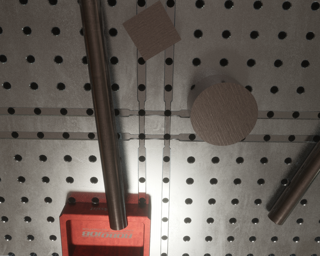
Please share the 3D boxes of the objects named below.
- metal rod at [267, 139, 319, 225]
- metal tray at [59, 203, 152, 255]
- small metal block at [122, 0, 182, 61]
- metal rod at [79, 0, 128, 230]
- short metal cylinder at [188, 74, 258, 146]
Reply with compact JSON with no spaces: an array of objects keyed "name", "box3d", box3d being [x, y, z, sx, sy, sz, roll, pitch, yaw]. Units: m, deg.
[{"name":"metal rod","box3d":[0.237,0.011,0.420,0.025,0.025,0.298,24,108,-9]},{"name":"metal tray","box3d":[-0.080,0.161,0.468,0.131,0.030,0.089,2,110,-2]},{"name":"small metal block","box3d":[-0.009,-0.116,0.371,0.050,0.025,0.050,-29,108,10]},{"name":"metal rod","box3d":[-0.069,-0.009,0.392,0.025,0.025,0.298,-5,104,1]},{"name":"short metal cylinder","box3d":[0.077,-0.024,0.392,0.081,0.050,0.079,0,110,-1]}]
